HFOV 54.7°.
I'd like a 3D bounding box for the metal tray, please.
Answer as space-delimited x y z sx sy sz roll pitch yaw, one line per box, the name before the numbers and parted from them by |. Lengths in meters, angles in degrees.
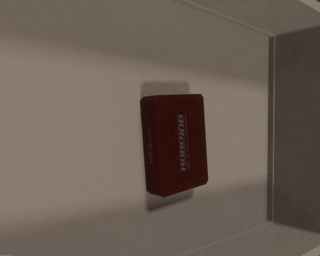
metal tray | 0.022 0.020 0.424 0.091 0.030 0.129 -7 95 -40
